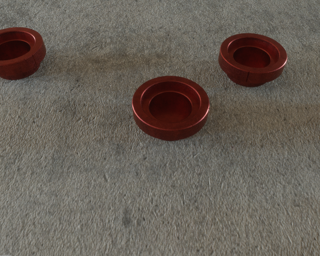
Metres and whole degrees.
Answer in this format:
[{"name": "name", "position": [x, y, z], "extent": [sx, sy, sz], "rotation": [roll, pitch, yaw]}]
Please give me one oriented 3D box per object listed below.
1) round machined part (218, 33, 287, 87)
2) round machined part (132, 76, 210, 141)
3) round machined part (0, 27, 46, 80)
[{"name": "round machined part", "position": [0.139, -0.101, 0.477], "extent": [0.099, 0.042, 0.098], "rotation": [0, 50, 0]}, {"name": "round machined part", "position": [0.014, -0.021, 0.410], "extent": [0.099, 0.042, 0.098], "rotation": [0, 50, 0]}, {"name": "round machined part", "position": [-0.228, -0.113, 0.485], "extent": [0.099, 0.042, 0.098], "rotation": [0, 50, 0]}]
